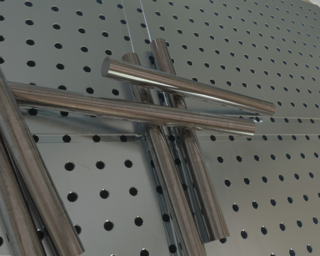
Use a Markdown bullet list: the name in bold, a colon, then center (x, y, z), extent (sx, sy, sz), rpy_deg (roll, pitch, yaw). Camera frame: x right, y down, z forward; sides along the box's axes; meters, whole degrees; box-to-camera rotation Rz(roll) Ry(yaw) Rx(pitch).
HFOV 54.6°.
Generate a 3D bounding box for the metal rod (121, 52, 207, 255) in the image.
- **metal rod**: center (0.001, 0.031, 0.389), extent (0.025, 0.025, 0.299), rpy_deg (-5, 64, -30)

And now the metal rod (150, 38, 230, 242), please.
- **metal rod**: center (0.033, -0.001, 0.425), extent (0.025, 0.025, 0.299), rpy_deg (-2, 63, -29)

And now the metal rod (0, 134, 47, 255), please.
- **metal rod**: center (-0.139, 0.070, 0.290), extent (0.025, 0.025, 0.299), rpy_deg (-17, 70, -34)

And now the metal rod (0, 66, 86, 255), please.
- **metal rod**: center (-0.151, -0.009, 0.312), extent (0.025, 0.025, 0.299), rpy_deg (-22, 80, -36)

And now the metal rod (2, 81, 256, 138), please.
- **metal rod**: center (-0.025, -0.019, 0.377), extent (0.302, 0.025, 0.025), rpy_deg (8, 58, -14)

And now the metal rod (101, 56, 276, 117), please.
- **metal rod**: center (0.061, -0.051, 0.444), extent (0.302, 0.025, 0.025), rpy_deg (9, 58, -33)
